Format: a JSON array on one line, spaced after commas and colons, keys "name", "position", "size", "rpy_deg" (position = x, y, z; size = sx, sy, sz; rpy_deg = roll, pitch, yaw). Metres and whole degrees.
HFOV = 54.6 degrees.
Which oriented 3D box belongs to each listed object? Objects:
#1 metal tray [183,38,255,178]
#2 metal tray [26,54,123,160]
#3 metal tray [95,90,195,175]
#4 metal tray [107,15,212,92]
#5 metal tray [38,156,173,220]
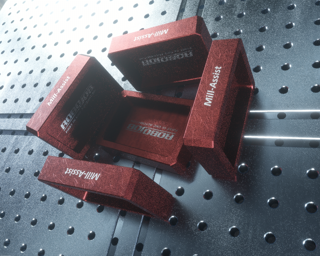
[{"name": "metal tray", "position": [0.071, -0.021, 0.342], "size": [0.030, 0.090, 0.130], "rpy_deg": [5, 64, 30]}, {"name": "metal tray", "position": [-0.115, -0.028, 0.446], "size": [0.030, 0.090, 0.130], "rpy_deg": [20, 72, 36]}, {"name": "metal tray", "position": [-0.014, 0.001, 0.412], "size": [0.130, 0.030, 0.090], "rpy_deg": [12, 68, 33]}, {"name": "metal tray", "position": [0.007, -0.094, 0.421], "size": [0.130, 0.090, 0.030], "rpy_deg": [-6, 59, 25]}, {"name": "metal tray", "position": [-0.062, 0.069, 0.358], "size": [0.130, 0.090, 0.030], "rpy_deg": [4, 64, 30]}]
